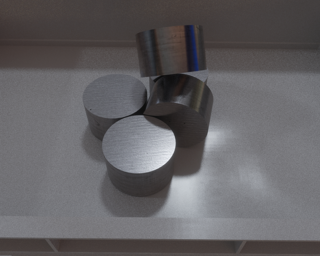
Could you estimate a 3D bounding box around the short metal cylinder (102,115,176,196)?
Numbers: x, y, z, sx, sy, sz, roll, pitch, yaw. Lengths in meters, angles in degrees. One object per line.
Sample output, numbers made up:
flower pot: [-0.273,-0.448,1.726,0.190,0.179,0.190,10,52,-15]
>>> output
short metal cylinder: [-0.023,0.031,0.359,0.081,0.050,0.080,0,50,0]

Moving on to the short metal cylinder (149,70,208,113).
short metal cylinder: [0.025,-0.062,0.439,0.081,0.050,0.080,0,50,0]

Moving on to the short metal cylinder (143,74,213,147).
short metal cylinder: [0.023,-0.021,0.386,0.080,0.080,0.050,10,51,8]

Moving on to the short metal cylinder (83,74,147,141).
short metal cylinder: [-0.056,-0.026,0.407,0.081,0.050,0.080,0,50,0]

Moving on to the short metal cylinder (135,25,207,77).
short metal cylinder: [0.014,-0.091,0.372,0.080,0.050,0.080,-7,10,1]
